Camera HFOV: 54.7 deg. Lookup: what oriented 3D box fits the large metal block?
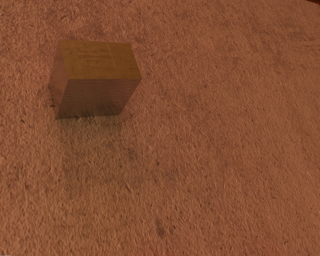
[{"bbox_3d":[-0.078,-0.054,0.359,0.081,0.080,0.050,-6,65,-31],"label":"large metal block"}]
